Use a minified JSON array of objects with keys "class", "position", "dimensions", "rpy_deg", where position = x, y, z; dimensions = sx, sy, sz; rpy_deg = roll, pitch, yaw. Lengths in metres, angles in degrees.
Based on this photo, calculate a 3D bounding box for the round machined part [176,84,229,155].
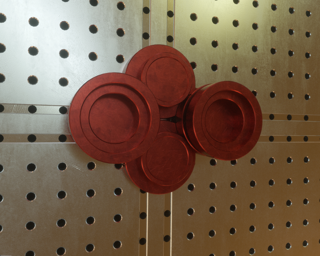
[{"class":"round machined part","position":[0.067,-0.010,0.427],"dimensions":[0.099,0.042,0.097],"rpy_deg":[0,90,-20]}]

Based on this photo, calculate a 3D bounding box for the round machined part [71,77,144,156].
[{"class":"round machined part","position":[-0.061,-0.011,0.380],"dimensions":[0.099,0.042,0.097],"rpy_deg":[0,90,-20]}]

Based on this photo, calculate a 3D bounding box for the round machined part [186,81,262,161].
[{"class":"round machined part","position":[0.078,-0.009,0.397],"dimensions":[0.099,0.042,0.097],"rpy_deg":[0,90,-20]}]

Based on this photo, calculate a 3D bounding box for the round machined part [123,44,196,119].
[{"class":"round machined part","position":[0.003,-0.060,0.404],"dimensions":[0.099,0.042,0.097],"rpy_deg":[0,90,-20]}]

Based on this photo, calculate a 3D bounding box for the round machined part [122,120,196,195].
[{"class":"round machined part","position":[0.003,0.038,0.404],"dimensions":[0.099,0.042,0.097],"rpy_deg":[0,90,-20]}]

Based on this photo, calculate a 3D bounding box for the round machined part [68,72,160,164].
[{"class":"round machined part","position":[-0.053,-0.011,0.349],"dimensions":[0.099,0.042,0.097],"rpy_deg":[0,90,-20]}]
